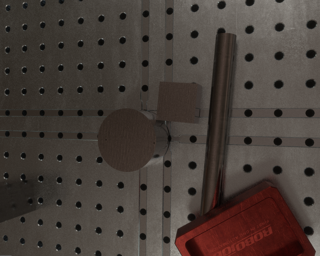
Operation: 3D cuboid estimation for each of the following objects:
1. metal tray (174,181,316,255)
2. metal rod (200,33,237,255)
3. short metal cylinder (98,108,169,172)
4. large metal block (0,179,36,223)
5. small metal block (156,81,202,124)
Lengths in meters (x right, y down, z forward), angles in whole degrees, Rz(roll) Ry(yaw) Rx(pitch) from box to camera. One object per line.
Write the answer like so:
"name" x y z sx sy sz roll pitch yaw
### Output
"metal tray" 0.094 0.132 0.358 0.130 0.030 0.090 -31 88 6
"metal rod" 0.069 0.034 0.387 0.025 0.025 0.298 6 92 19
"short metal cylinder" -0.034 0.015 0.410 0.080 0.050 0.079 0 90 19
"large metal block" -0.252 0.112 0.470 0.080 0.080 0.050 -9 87 19
"small metal block" 0.025 -0.033 0.403 0.050 0.025 0.050 6 92 19
